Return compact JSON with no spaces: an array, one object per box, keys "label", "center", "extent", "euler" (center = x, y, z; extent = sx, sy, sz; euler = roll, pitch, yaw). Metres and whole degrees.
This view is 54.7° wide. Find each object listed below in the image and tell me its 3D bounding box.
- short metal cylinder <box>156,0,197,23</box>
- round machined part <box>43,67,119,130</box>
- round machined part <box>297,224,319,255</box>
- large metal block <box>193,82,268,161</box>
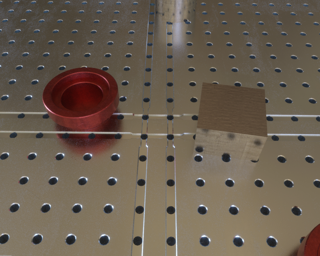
[{"label":"short metal cylinder","center":[0.031,-0.248,0.600],"extent":[0.080,0.050,0.080],"euler":[0,50,0]},{"label":"round machined part","center":[-0.105,-0.036,0.426],"extent":[0.099,0.042,0.098],"euler":[0,50,0]},{"label":"round machined part","center":[0.176,0.137,0.283],"extent":[0.099,0.042,0.098],"euler":[0,50,0]},{"label":"large metal block","center":[0.089,-0.009,0.400],"extent":[0.080,0.050,0.080],"euler":[8,50,6]}]
